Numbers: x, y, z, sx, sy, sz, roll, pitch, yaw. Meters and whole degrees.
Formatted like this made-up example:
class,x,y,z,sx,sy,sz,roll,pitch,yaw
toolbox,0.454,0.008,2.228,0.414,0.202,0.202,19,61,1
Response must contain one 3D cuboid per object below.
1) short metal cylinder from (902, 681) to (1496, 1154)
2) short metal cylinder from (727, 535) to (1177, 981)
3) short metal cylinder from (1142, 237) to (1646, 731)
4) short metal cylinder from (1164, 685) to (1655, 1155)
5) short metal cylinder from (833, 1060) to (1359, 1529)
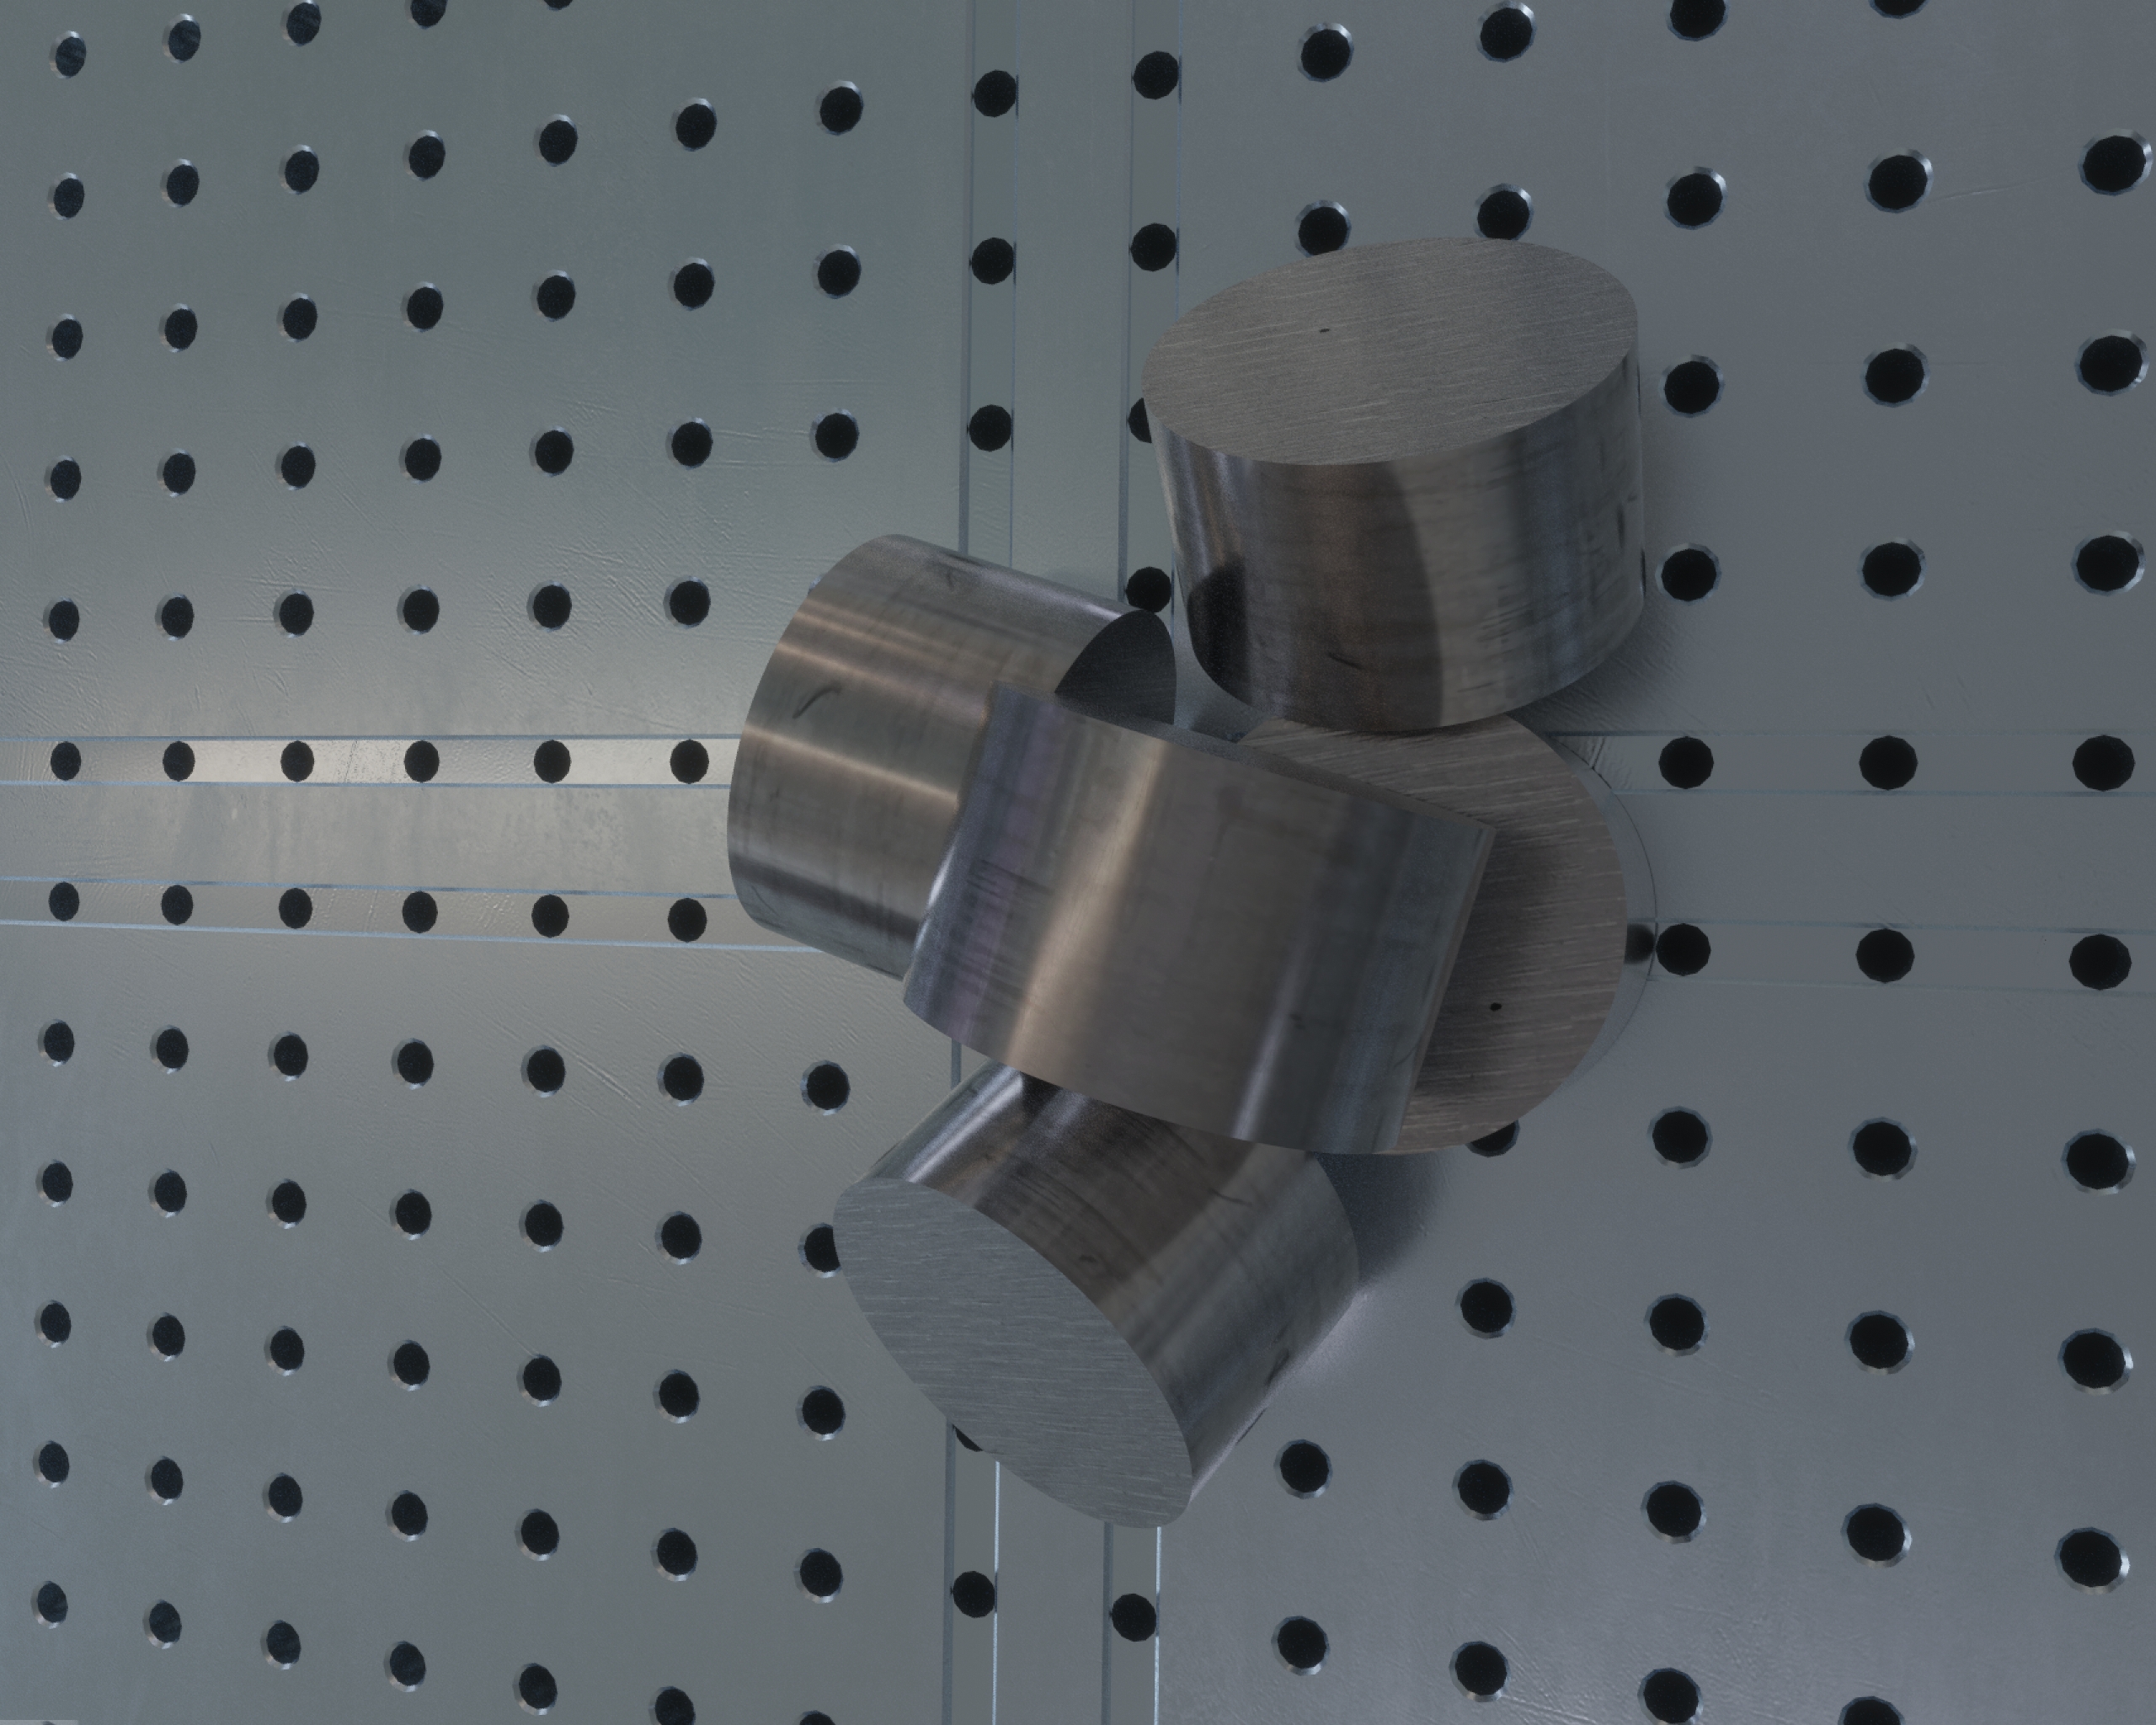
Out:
class,x,y,z,sx,sy,sz,roll,pitch,yaw
short metal cylinder,0.018,0.007,0.323,0.080,0.080,0.050,19,96,19
short metal cylinder,-0.022,-0.016,0.391,0.050,0.080,0.080,20,97,19
short metal cylinder,0.055,-0.066,0.356,0.080,0.080,0.050,2,131,20
short metal cylinder,0.061,0.010,0.377,0.080,0.050,0.080,0,89,20
short metal cylinder,0.003,0.072,0.376,0.080,0.050,0.080,29,142,26
